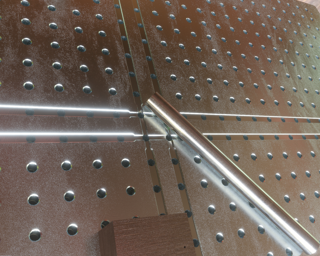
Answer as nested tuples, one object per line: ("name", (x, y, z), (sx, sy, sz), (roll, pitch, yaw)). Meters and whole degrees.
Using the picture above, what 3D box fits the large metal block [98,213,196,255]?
("large metal block", (-0.011, 0.134, 0.306), (0.081, 0.050, 0.080), (2, 61, -28))

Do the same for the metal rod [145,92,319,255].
("metal rod", (0.098, 0.061, 0.425), (0.300, 0.025, 0.025), (43, 51, 1))
